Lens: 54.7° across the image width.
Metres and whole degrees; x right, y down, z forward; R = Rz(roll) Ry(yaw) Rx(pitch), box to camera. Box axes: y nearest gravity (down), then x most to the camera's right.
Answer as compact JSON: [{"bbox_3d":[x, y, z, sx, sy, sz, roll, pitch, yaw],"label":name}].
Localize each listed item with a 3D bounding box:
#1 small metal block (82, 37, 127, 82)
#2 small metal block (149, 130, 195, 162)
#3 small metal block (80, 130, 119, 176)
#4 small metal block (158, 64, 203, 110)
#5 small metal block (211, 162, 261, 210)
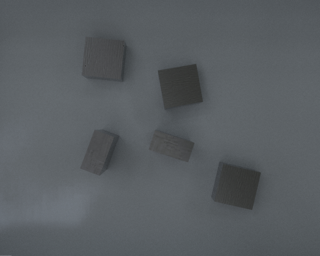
[{"bbox_3d":[-0.073,-0.090,0.411,0.050,0.025,0.050,6,90,0],"label":"small metal block"},{"bbox_3d":[0.014,0.022,0.399,0.050,0.050,0.025,18,90,0],"label":"small metal block"},{"bbox_3d":[-0.076,0.030,0.398,0.025,0.050,0.050,20,90,0],"label":"small metal block"},{"bbox_3d":[0.026,-0.054,0.411,0.050,0.025,0.050,-10,90,0],"label":"small metal block"},{"bbox_3d":[0.100,0.076,0.412,0.050,0.025,0.050,13,90,0],"label":"small metal block"}]
